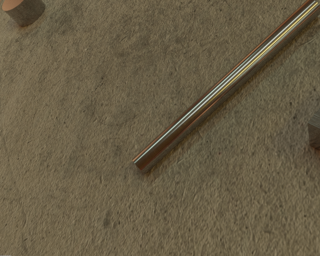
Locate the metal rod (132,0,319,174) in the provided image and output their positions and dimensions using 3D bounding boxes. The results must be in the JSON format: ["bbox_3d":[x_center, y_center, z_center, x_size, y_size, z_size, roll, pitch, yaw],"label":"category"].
[{"bbox_3d":[0.085,-0.053,0.391,0.300,0.025,0.025,-42,51,-2],"label":"metal rod"}]

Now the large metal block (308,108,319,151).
[{"bbox_3d":[0.199,-0.004,0.286,0.080,0.050,0.080,-49,52,-6],"label":"large metal block"}]

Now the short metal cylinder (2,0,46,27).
[{"bbox_3d":[-0.319,-0.286,0.727,0.080,0.050,0.080,-13,56,20],"label":"short metal cylinder"}]
